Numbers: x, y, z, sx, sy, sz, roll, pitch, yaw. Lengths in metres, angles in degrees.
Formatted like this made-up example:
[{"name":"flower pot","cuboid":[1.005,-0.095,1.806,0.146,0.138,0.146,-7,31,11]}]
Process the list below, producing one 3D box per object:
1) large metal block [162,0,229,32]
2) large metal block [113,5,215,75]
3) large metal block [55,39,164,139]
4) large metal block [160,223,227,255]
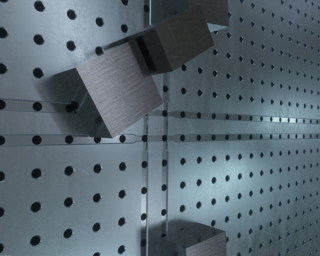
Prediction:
[{"name":"large metal block","cuboid":[0.050,-0.182,0.437,0.081,0.050,0.079,-7,95,-40]},{"name":"large metal block","cuboid":[0.005,-0.103,0.379,0.080,0.080,0.050,-38,114,-34]},{"name":"large metal block","cuboid":[-0.054,-0.044,0.349,0.080,0.050,0.080,-38,114,-34]},{"name":"large metal block","cuboid":[0.049,0.190,0.437,0.081,0.050,0.079,-4,93,-40]}]
